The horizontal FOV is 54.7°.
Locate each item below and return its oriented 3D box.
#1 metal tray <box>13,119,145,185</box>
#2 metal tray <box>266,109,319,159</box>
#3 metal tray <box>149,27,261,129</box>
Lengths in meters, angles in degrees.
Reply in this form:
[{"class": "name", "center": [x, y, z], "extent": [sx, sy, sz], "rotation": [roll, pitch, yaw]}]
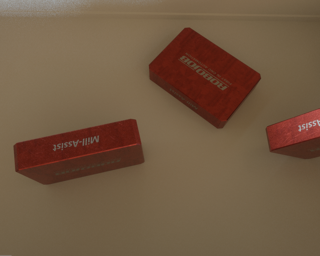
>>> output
[{"class": "metal tray", "center": [-0.086, 0.031, 0.362], "extent": [0.131, 0.090, 0.030], "rotation": [-12, 71, -5]}, {"class": "metal tray", "center": [0.198, 0.001, 0.341], "extent": [0.091, 0.130, 0.030], "rotation": [12, 65, -37]}, {"class": "metal tray", "center": [0.061, -0.072, 0.434], "extent": [0.130, 0.030, 0.090], "rotation": [38, 74, 12]}]
